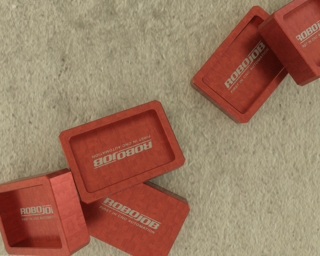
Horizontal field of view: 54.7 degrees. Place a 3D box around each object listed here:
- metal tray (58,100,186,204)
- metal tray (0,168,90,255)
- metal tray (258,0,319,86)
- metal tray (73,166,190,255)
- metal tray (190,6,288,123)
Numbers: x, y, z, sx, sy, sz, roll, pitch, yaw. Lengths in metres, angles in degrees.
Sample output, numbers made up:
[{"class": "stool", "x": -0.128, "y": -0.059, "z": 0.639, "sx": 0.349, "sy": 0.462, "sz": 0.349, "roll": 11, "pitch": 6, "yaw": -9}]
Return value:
[{"class": "metal tray", "x": -0.046, "y": 0.028, "z": 0.383, "sx": 0.131, "sy": 0.030, "sz": 0.090, "roll": -20, "pitch": 78, "yaw": -13}, {"class": "metal tray", "x": -0.148, "y": 0.103, "z": 0.370, "sx": 0.130, "sy": 0.030, "sz": 0.090, "roll": -15, "pitch": 91, "yaw": 34}, {"class": "metal tray", "x": 0.194, "y": -0.121, "z": 0.384, "sx": 0.131, "sy": 0.030, "sz": 0.090, "roll": -35, "pitch": 89, "yaw": -24}, {"class": "metal tray", "x": -0.038, "y": 0.111, "z": 0.407, "sx": 0.131, "sy": 0.030, "sz": 0.090, "roll": 26, "pitch": 90, "yaw": -1}, {"class": "metal tray", "x": 0.115, "y": -0.081, "z": 0.408, "sx": 0.090, "sy": 0.030, "sz": 0.130, "roll": 40, "pitch": 90, "yaw": -1}]
